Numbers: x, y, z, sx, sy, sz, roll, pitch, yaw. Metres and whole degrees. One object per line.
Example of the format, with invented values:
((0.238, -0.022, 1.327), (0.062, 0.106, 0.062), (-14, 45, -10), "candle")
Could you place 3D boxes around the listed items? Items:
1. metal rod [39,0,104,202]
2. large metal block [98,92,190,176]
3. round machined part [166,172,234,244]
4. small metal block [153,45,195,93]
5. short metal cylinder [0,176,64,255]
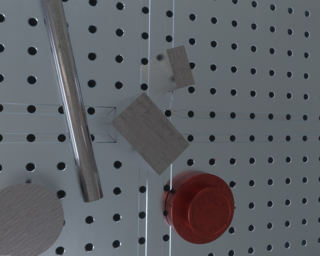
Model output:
((-0.111, -0.059, 0.371), (0.025, 0.025, 0.298), (-13, 94, -20), "metal rod")
((-0.022, 0.007, 0.375), (0.050, 0.080, 0.080), (-45, 104, -14), "large metal block")
((0.061, 0.112, 0.427), (0.099, 0.042, 0.097), (0, 90, -20), "round machined part")
((0.017, -0.075, 0.406), (0.025, 0.050, 0.050), (-19, 97, -19), "small metal block")
((-0.150, 0.097, 0.344), (0.081, 0.050, 0.079), (0, 90, -20), "short metal cylinder")
